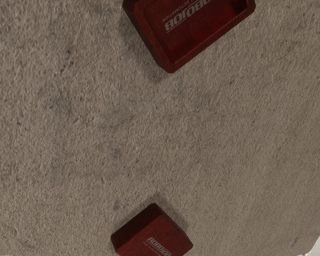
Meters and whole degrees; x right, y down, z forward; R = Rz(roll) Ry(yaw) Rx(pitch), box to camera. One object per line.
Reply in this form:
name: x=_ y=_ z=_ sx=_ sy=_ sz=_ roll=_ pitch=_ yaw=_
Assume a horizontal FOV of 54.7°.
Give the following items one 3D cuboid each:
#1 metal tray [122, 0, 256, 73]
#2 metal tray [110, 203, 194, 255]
metal tray: x=0.036 y=-0.134 z=0.341 sx=0.130 sy=0.030 sz=0.090 roll=-38 pitch=130 yaw=-3
metal tray: x=-0.009 y=0.191 z=0.519 sx=0.090 sy=0.030 sz=0.130 roll=-38 pitch=130 yaw=-3
